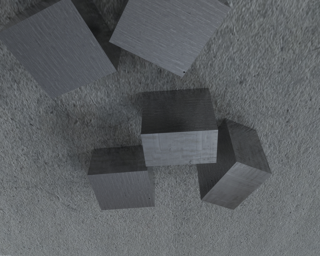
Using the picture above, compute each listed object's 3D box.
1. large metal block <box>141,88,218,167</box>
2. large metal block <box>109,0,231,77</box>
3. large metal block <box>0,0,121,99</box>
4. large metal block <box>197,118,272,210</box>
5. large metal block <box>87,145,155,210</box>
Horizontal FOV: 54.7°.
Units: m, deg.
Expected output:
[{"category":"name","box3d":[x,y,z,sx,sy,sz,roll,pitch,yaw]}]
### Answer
[{"category":"large metal block","box3d":[0.022,-0.003,0.369,0.080,0.080,0.050,-3,130,3]},{"category":"large metal block","box3d":[0.007,-0.109,0.298,0.080,0.050,0.080,23,127,-18]},{"category":"large metal block","box3d":[-0.097,-0.087,0.315,0.080,0.050,0.080,-20,128,16]},{"category":"large metal block","box3d":[0.093,0.048,0.413,0.050,0.080,0.079,20,127,-16]},{"category":"large metal block","box3d":[-0.052,0.073,0.452,0.080,0.050,0.080,-5,130,4]}]
